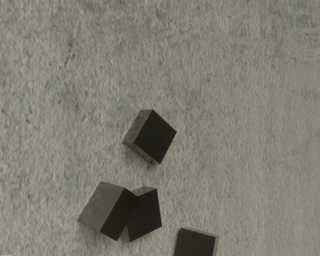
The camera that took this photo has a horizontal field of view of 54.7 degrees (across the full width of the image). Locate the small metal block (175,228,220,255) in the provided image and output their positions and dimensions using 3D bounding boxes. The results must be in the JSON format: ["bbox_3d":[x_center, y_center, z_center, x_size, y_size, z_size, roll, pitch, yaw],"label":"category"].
[{"bbox_3d":[0.052,0.170,0.431,0.025,0.050,0.050,33,67,-64],"label":"small metal block"}]

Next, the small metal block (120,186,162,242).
[{"bbox_3d":[-0.028,0.105,0.384,0.050,0.025,0.050,-13,98,-40],"label":"small metal block"}]

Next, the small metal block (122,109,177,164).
[{"bbox_3d":[-0.012,0.011,0.396,0.050,0.025,0.050,43,64,-32],"label":"small metal block"}]

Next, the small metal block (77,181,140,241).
[{"bbox_3d":[-0.057,0.090,0.342,0.025,0.050,0.050,44,63,-32],"label":"small metal block"}]
